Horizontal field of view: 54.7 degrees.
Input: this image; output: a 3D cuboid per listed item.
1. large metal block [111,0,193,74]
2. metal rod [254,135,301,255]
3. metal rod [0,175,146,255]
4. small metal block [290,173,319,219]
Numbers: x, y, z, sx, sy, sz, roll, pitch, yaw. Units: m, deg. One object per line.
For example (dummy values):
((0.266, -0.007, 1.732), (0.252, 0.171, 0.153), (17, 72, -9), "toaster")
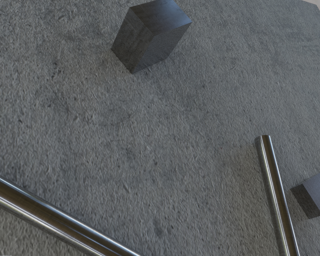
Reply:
((-0.013, -0.132, 0.444), (0.081, 0.080, 0.050), (-34, 81, -38), "large metal block")
((0.165, 0.146, 0.406), (0.025, 0.025, 0.299), (12, 57, -23), "metal rod")
((-0.098, 0.091, 0.296), (0.301, 0.025, 0.025), (32, 51, -8), "metal rod")
((0.235, 0.103, 0.471), (0.050, 0.025, 0.050), (-16, 70, -35), "small metal block")
